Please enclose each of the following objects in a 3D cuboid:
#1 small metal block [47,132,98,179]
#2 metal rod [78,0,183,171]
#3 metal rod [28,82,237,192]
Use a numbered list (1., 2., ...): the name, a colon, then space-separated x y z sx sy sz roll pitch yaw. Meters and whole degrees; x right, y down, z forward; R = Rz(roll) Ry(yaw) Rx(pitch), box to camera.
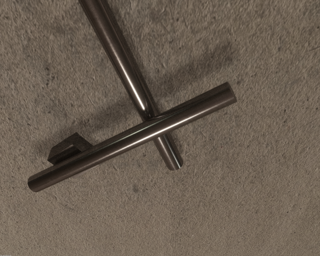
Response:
1. small metal block: -0.121 0.040 0.440 0.050 0.025 0.050 -30 125 22
2. metal rod: -0.031 -0.054 0.361 0.025 0.025 0.299 -16 129 13
3. metal rod: -0.049 0.020 0.389 0.300 0.025 0.025 -25 126 20
